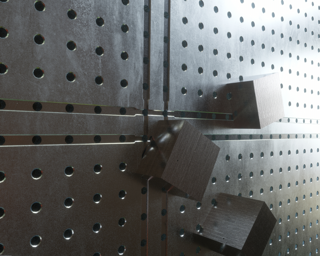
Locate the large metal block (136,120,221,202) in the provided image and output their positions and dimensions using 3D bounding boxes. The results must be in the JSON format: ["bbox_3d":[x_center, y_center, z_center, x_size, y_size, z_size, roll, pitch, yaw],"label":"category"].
[{"bbox_3d":[0.027,0.044,0.418,0.080,0.050,0.080,37,67,-34],"label":"large metal block"}]

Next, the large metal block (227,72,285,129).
[{"bbox_3d":[0.168,-0.048,0.537,0.081,0.050,0.079,-21,103,-38],"label":"large metal block"}]

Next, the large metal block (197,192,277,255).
[{"bbox_3d":[0.119,0.153,0.476,0.080,0.080,0.050,-53,121,-27],"label":"large metal block"}]
